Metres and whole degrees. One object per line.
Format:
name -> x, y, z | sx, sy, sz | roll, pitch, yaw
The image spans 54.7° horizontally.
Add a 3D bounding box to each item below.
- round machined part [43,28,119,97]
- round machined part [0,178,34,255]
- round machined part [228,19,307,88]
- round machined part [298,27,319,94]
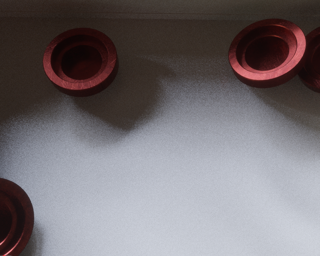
round machined part -> -0.106, -0.086, 0.431 | 0.099, 0.042, 0.098 | 0, 70, 0
round machined part -> -0.196, 0.105, 0.341 | 0.042, 0.098, 0.098 | -14, 65, 36
round machined part -> 0.147, -0.097, 0.424 | 0.098, 0.042, 0.098 | -10, 63, 22
round machined part -> 0.238, -0.090, 0.420 | 0.098, 0.042, 0.098 | -11, 69, 30
